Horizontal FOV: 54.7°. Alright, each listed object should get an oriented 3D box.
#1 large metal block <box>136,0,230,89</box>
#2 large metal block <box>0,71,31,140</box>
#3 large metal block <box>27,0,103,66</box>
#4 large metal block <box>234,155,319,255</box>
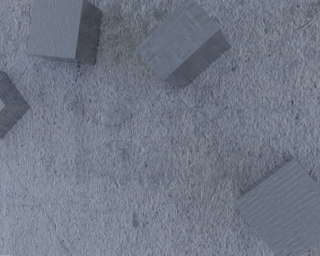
[{"bbox_3d":[0.031,-0.096,0.369,0.080,0.080,0.050,-41,77,15],"label":"large metal block"},{"bbox_3d":[-0.269,-0.037,0.491,0.080,0.050,0.080,-43,77,15],"label":"large metal block"},{"bbox_3d":[-0.135,-0.137,0.443,0.080,0.050,0.079,10,93,19],"label":"large metal block"},{"bbox_3d":[0.143,0.088,0.345,0.080,0.050,0.080,-42,77,15],"label":"large metal block"}]
